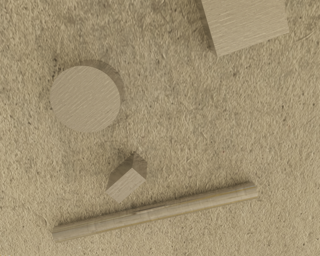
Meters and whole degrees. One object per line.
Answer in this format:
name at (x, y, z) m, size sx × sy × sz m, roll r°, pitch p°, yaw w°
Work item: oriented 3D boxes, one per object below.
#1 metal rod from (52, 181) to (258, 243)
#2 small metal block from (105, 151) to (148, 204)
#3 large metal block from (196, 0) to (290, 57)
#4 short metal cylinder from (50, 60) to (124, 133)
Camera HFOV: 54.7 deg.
metal rod at (-0.010, 0.124, 0.455) m, size 0.301 × 0.025 × 0.025 m, roll -14°, pitch 110°, yaw 4°
small metal block at (-0.044, 0.066, 0.420) m, size 0.050 × 0.050 × 0.025 m, roll -42°, pitch 105°, yaw 14°
large metal block at (0.088, -0.134, 0.348) m, size 0.080 × 0.050 × 0.080 m, roll -19°, pitch 109°, yaw 6°
short metal cylinder at (-0.086, -0.040, 0.380) m, size 0.081 × 0.050 × 0.079 m, roll 0°, pitch 110°, yaw -1°
